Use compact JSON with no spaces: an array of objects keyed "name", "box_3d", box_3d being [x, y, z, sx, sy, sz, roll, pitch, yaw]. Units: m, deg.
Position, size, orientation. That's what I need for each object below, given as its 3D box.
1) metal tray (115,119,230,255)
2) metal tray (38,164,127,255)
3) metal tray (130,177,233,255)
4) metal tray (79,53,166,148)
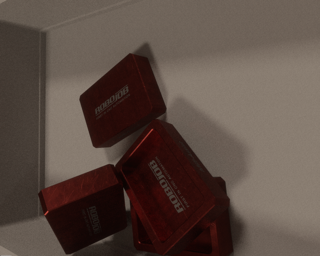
[{"name":"metal tray","box_3d":[0.007,0.063,0.355,0.090,0.030,0.130,-50,50,18]},{"name":"metal tray","box_3d":[-0.092,0.108,0.398,0.030,0.091,0.129,56,156,35]},{"name":"metal tray","box_3d":[0.020,0.109,0.384,0.130,0.030,0.089,-10,84,39]},{"name":"metal tray","box_3d":[-0.059,-0.036,0.450,0.130,0.030,0.090,-31,71,35]}]
